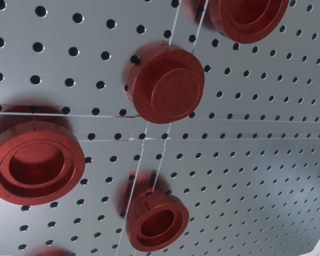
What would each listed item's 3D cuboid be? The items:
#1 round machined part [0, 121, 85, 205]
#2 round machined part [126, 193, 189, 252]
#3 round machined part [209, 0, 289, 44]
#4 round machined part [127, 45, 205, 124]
[{"bbox_3d":[-0.138,0.035,0.346,0.099,0.042,0.097,-14,124,-21],"label":"round machined part"},{"bbox_3d":[-0.007,0.141,0.483,0.099,0.042,0.097,-14,124,-21],"label":"round machined part"},{"bbox_3d":[0.099,-0.151,0.360,0.099,0.042,0.097,-14,124,-21],"label":"round machined part"},{"bbox_3d":[0.013,-0.047,0.377,0.099,0.042,0.097,-14,124,-21],"label":"round machined part"}]
